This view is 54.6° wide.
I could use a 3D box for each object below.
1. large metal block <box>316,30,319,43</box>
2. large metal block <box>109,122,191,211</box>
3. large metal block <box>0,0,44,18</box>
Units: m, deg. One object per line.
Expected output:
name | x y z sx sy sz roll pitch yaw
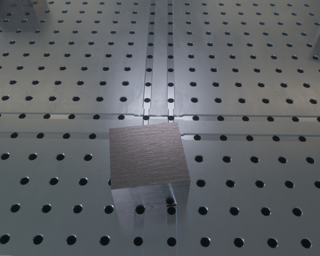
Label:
large metal block | 0.334 -0.184 0.548 0.080 0.050 0.080 21 53 16
large metal block | -0.014 0.043 0.356 0.080 0.050 0.080 -6 50 -5
large metal block | -0.282 -0.262 0.611 0.080 0.050 0.080 -1 50 -1
